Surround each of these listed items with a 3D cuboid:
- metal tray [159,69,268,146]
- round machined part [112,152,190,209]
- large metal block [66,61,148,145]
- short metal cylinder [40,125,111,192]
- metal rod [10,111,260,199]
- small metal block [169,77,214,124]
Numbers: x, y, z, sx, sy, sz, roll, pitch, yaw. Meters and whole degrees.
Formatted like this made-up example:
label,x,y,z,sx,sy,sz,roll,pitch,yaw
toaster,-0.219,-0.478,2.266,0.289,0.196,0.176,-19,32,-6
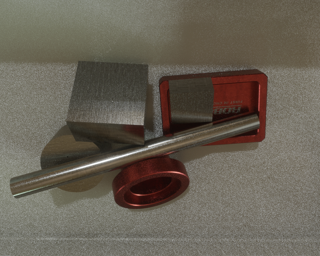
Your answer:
label,x,y,z,sx,sy,sz,roll,pitch,yaw
metal tray,0.067,-0.024,0.398,0.131,0.030,0.089,-4,110,1
round machined part,-0.014,0.065,0.407,0.099,0.042,0.097,-12,145,-8
large metal block,-0.056,-0.029,0.361,0.081,0.080,0.050,3,152,-1
short metal cylinder,-0.108,0.037,0.408,0.081,0.050,0.079,0,110,-1
metal rod,-0.024,0.030,0.376,0.302,0.025,0.025,-15,110,-7
small metal block,0.037,-0.032,0.375,0.050,0.025,0.050,-4,136,1
